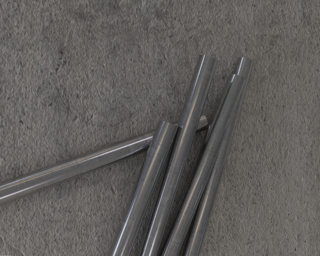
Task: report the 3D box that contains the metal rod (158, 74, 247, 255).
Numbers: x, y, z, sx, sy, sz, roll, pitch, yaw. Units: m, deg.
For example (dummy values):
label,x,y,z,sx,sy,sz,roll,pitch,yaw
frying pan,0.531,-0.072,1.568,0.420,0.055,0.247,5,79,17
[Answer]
label,x,y,z,sx,sy,sz,roll,pitch,yaw
metal rod,0.051,0.069,0.417,0.025,0.025,0.299,23,86,-19

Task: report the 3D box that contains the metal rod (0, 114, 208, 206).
label,x,y,z,sx,sy,sz,roll,pitch,yaw
metal rod,-0.075,0.038,0.381,0.302,0.025,0.025,-19,97,-19

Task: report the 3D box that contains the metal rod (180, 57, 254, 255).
label,x,y,z,sx,sy,sz,roll,pitch,yaw
metal rod,0.082,0.044,0.438,0.025,0.025,0.299,19,84,-19

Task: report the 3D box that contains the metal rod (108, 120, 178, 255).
label,x,y,z,sx,sy,sz,roll,pitch,yaw
metal rod,-0.042,0.134,0.378,0.025,0.025,0.299,21,88,-19

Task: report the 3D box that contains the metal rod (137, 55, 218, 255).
label,x,y,z,sx,sy,sz,roll,pitch,yaw
metal rod,0.017,0.055,0.394,0.025,0.025,0.298,17,92,-19
